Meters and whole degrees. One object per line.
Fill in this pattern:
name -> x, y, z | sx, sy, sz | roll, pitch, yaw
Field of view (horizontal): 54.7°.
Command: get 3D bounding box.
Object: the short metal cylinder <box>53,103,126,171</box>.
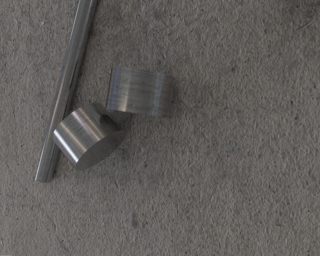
short metal cylinder -> -0.093, 0.012, 0.413 | 0.080, 0.080, 0.050 | -44, 76, 14

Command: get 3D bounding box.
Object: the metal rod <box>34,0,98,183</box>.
metal rod -> -0.137, -0.064, 0.457 | 0.025, 0.025, 0.298 | 18, 96, 19

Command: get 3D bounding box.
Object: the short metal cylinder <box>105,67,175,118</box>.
short metal cylinder -> -0.025, -0.044, 0.388 | 0.080, 0.080, 0.050 | 10, 94, 19
